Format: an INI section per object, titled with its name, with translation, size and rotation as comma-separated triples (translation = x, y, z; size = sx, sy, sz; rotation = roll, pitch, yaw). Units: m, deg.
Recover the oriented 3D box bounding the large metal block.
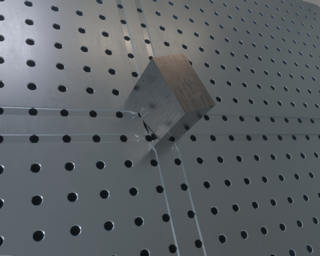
[large metal block]
translation = 0.013, -0.037, 0.402
size = 0.050, 0.080, 0.080
rotation = -18, 71, -35
